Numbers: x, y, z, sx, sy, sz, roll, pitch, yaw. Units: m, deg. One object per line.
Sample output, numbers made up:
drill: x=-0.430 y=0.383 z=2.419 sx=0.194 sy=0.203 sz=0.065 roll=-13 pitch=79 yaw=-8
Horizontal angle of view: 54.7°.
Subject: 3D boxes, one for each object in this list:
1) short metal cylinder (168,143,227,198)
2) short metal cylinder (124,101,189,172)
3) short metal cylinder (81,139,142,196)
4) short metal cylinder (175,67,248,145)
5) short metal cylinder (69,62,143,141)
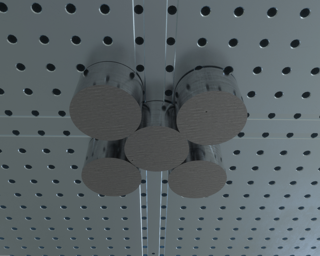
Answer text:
short metal cylinder: x=0.051 y=0.056 z=0.443 sx=0.081 sy=0.050 sz=0.079 roll=0 pitch=130 yaw=0
short metal cylinder: x=-0.004 y=0.012 z=0.404 sx=0.081 sy=0.050 sz=0.079 roll=0 pitch=130 yaw=0
short metal cylinder: x=-0.065 y=0.052 z=0.437 sx=0.081 sy=0.050 sz=0.079 roll=0 pitch=130 yaw=0
short metal cylinder: x=0.059 y=-0.025 z=0.372 sx=0.081 sy=0.050 sz=0.079 roll=0 pitch=130 yaw=0
short metal cylinder: x=-0.061 y=-0.031 z=0.367 sx=0.081 sy=0.050 sz=0.079 roll=0 pitch=130 yaw=0
